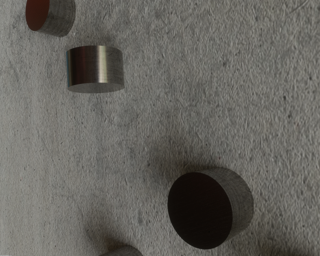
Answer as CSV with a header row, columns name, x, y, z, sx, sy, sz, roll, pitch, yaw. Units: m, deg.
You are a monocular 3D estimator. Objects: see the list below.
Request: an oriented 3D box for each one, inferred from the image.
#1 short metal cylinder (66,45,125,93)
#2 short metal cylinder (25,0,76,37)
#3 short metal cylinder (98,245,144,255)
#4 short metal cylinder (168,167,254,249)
name,x,y,z,sx,sy,sz,roll,pitch,yaw
short metal cylinder,-0.093,-0.082,0.446,0.080,0.081,0.050,-7,86,40
short metal cylinder,-0.195,-0.207,0.550,0.080,0.050,0.080,0,90,40
short metal cylinder,-0.058,0.214,0.437,0.080,0.050,0.080,0,90,40
short metal cylinder,0.055,0.086,0.343,0.080,0.050,0.080,0,90,40
